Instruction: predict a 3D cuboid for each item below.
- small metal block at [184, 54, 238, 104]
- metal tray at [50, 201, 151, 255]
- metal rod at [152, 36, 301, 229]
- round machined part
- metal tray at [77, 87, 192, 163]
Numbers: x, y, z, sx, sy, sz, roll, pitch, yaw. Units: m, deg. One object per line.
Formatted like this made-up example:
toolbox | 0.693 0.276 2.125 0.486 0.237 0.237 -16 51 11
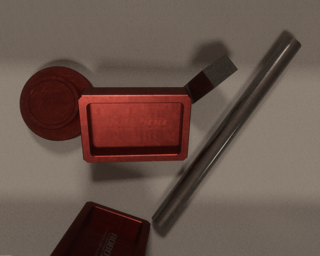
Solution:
small metal block | 0.062 -0.061 0.390 0.050 0.050 0.025 -38 91 -33
metal tray | -0.063 0.138 0.356 0.090 0.130 0.030 19 102 0
metal rod | 0.088 0.006 0.412 0.025 0.025 0.299 37 90 -1
round machined part | -0.133 -0.032 0.401 0.099 0.042 0.097 0 90 -1
metal tray | -0.030 -0.004 0.385 0.131 0.030 0.089 -1 116 -5
